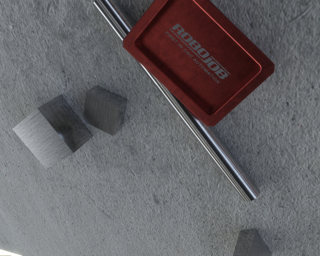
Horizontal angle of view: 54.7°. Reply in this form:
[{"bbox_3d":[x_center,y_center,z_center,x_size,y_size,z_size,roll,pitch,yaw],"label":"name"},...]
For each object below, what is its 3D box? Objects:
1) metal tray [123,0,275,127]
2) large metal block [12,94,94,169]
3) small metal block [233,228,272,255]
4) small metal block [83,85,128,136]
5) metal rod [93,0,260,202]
[{"bbox_3d":[0.039,-0.076,0.319,0.130,0.030,0.090,43,113,-3],"label":"metal tray"},{"bbox_3d":[-0.165,0.007,0.480,0.080,0.050,0.080,-27,104,37],"label":"large metal block"},{"bbox_3d":[0.130,0.178,0.432,0.025,0.050,0.050,-24,106,36],"label":"small metal block"},{"bbox_3d":[-0.077,-0.024,0.430,0.050,0.025,0.050,25,127,12],"label":"small metal block"},{"bbox_3d":[0.026,-0.030,0.373,0.025,0.025,0.300,-31,102,37],"label":"metal rod"}]
